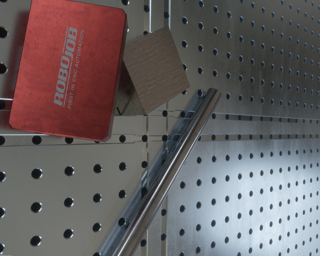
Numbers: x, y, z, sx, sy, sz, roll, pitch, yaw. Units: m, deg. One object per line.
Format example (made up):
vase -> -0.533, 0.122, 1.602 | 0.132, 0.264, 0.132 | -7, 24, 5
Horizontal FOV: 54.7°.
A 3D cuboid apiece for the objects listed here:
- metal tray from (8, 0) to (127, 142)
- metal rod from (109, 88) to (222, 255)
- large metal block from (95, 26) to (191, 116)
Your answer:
metal tray -> -0.086, -0.056, 0.303 | 0.091, 0.030, 0.129 | 8, 84, -3
metal rod -> 0.011, 0.062, 0.420 | 0.025, 0.025, 0.300 | 48, 62, -30
large metal block -> -0.019, -0.069, 0.379 | 0.081, 0.050, 0.080 | -35, 112, -35
